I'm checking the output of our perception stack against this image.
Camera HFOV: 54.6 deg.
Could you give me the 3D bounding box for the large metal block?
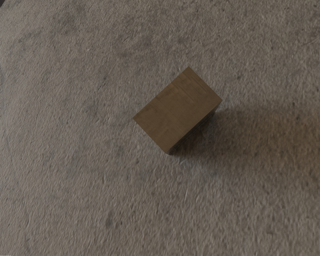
[{"bbox_3d":[0.021,-0.015,0.359,0.080,0.080,0.050,-43,83,-1],"label":"large metal block"}]
